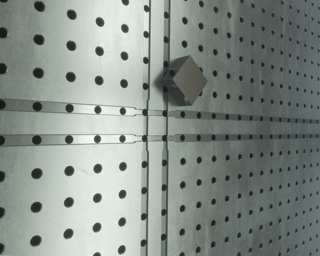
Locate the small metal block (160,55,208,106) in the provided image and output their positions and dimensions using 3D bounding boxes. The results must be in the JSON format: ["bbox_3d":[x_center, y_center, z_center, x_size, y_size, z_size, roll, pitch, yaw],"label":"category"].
[{"bbox_3d":[0.035,-0.066,0.441,0.050,0.025,0.050,49,61,-29],"label":"small metal block"}]
